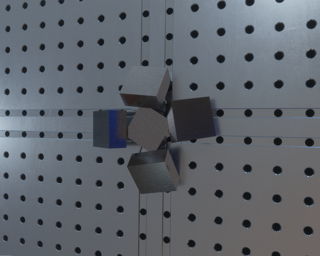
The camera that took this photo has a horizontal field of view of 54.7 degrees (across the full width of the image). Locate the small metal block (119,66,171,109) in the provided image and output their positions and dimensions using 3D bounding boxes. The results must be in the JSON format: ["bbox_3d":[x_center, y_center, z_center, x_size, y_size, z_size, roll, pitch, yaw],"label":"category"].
[{"bbox_3d":[-0.018,-0.054,0.405,0.050,0.025,0.050,7,56,20],"label":"small metal block"}]

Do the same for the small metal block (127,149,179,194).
[{"bbox_3d":[-0.008,0.057,0.401,0.050,0.025,0.050,-10,123,19],"label":"small metal block"}]

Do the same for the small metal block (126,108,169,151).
[{"bbox_3d":[-0.012,0.001,0.415,0.050,0.025,0.050,33,100,16],"label":"small metal block"}]

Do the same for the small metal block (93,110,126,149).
[{"bbox_3d":[-0.069,0.001,0.423,0.050,0.025,0.050,0,90,54],"label":"small metal block"}]

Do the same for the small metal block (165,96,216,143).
[{"bbox_3d":[0.038,-0.010,0.386,0.050,0.025,0.050,-8,86,-16],"label":"small metal block"}]
